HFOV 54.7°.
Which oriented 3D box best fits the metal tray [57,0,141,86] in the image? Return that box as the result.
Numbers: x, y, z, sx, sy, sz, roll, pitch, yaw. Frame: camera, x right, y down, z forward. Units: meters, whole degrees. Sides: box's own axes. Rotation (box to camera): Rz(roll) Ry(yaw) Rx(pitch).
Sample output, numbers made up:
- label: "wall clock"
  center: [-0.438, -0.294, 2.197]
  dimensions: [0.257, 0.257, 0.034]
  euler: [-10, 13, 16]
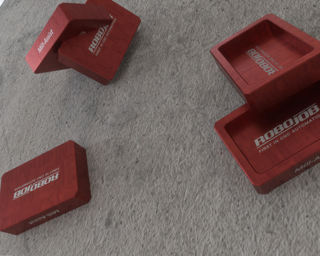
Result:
- label: "metal tray"
  center: [-0.096, -0.146, 0.502]
  dimensions: [0.030, 0.090, 0.130]
  euler: [-27, 39, 63]

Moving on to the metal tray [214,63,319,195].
- label: "metal tray"
  center: [0.136, -0.001, 0.329]
  dimensions: [0.130, 0.030, 0.090]
  euler: [-33, 51, 6]

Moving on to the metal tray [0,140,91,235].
- label: "metal tray"
  center: [-0.164, 0.083, 0.436]
  dimensions: [0.130, 0.030, 0.090]
  euler: [-26, 53, 12]

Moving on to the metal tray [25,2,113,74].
- label: "metal tray"
  center: [-0.146, -0.141, 0.495]
  dimensions: [0.129, 0.091, 0.030]
  euler: [-37, 84, 37]

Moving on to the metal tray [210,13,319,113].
- label: "metal tray"
  center: [0.121, -0.081, 0.360]
  dimensions: [0.090, 0.030, 0.130]
  euler: [-30, 34, 10]
